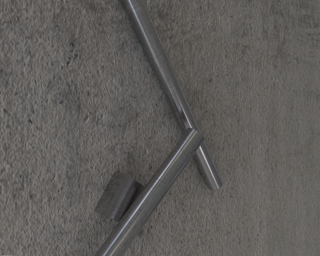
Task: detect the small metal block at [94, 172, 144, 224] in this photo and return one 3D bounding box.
[{"bbox_3d":[-0.042,0.088,0.370,0.050,0.025,0.050,40,66,-33],"label":"small metal block"}]

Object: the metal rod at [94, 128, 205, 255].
[{"bbox_3d":[-0.043,0.122,0.339,0.025,0.025,0.300,47,71,-30],"label":"metal rod"}]

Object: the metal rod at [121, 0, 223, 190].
[{"bbox_3d":[0.024,-0.038,0.424,0.025,0.025,0.299,-40,114,-33],"label":"metal rod"}]
